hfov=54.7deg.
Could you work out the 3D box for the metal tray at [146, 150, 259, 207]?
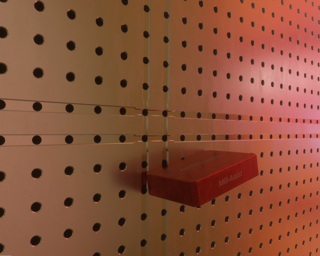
[{"bbox_3d":[0.059,0.062,0.418,0.131,0.090,0.030,-14,100,-39],"label":"metal tray"}]
